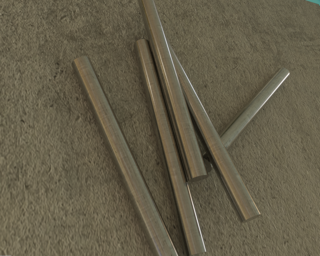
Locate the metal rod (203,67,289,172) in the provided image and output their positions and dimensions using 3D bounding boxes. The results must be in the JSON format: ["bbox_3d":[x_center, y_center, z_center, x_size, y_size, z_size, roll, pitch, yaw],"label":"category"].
[{"bbox_3d":[0.146,-0.028,0.498,0.025,0.025,0.302,46,51,4],"label":"metal rod"}]

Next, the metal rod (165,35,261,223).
[{"bbox_3d":[0.050,-0.019,0.418,0.025,0.025,0.299,-5,57,-31],"label":"metal rod"}]

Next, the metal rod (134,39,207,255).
[{"bbox_3d":[0.006,0.007,0.402,0.025,0.025,0.299,0,62,-28],"label":"metal rod"}]

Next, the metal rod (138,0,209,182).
[{"bbox_3d":[0.011,-0.073,0.427,0.025,0.025,0.299,-1,63,-29],"label":"metal rod"}]

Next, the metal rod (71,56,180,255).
[{"bbox_3d":[-0.038,0.043,0.356,0.025,0.025,0.299,-15,69,-34],"label":"metal rod"}]
